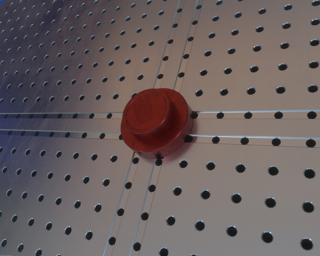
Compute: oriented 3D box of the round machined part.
[{"bbox_3d":[-0.010,-0.013,0.409,0.098,0.042,0.098,-13,56,20],"label":"round machined part"}]
